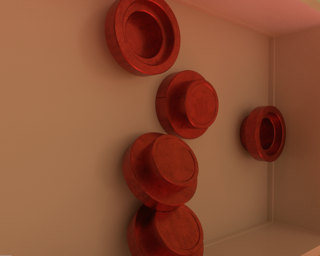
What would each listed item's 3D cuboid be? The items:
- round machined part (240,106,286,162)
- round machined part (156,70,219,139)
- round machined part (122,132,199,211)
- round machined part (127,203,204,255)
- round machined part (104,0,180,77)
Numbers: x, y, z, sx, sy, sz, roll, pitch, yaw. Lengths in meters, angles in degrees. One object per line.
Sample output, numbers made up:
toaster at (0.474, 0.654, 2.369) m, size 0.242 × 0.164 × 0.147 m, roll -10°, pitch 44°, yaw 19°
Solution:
round machined part at (0.179, 0.010, 0.549) m, size 0.099 × 0.042 × 0.097 m, roll 0°, pitch 90°, yaw -40°
round machined part at (0.045, -0.033, 0.435) m, size 0.099 × 0.042 × 0.097 m, roll 0°, pitch 90°, yaw -40°
round machined part at (0.008, 0.047, 0.376) m, size 0.099 × 0.042 × 0.098 m, roll 22°, pitch 47°, yaw -26°
round machined part at (0.013, 0.128, 0.376) m, size 0.099 × 0.042 × 0.098 m, roll 23°, pitch 39°, yaw -20°
round machined part at (-0.025, -0.111, 0.376) m, size 0.099 × 0.042 × 0.097 m, roll 0°, pitch 90°, yaw -40°
